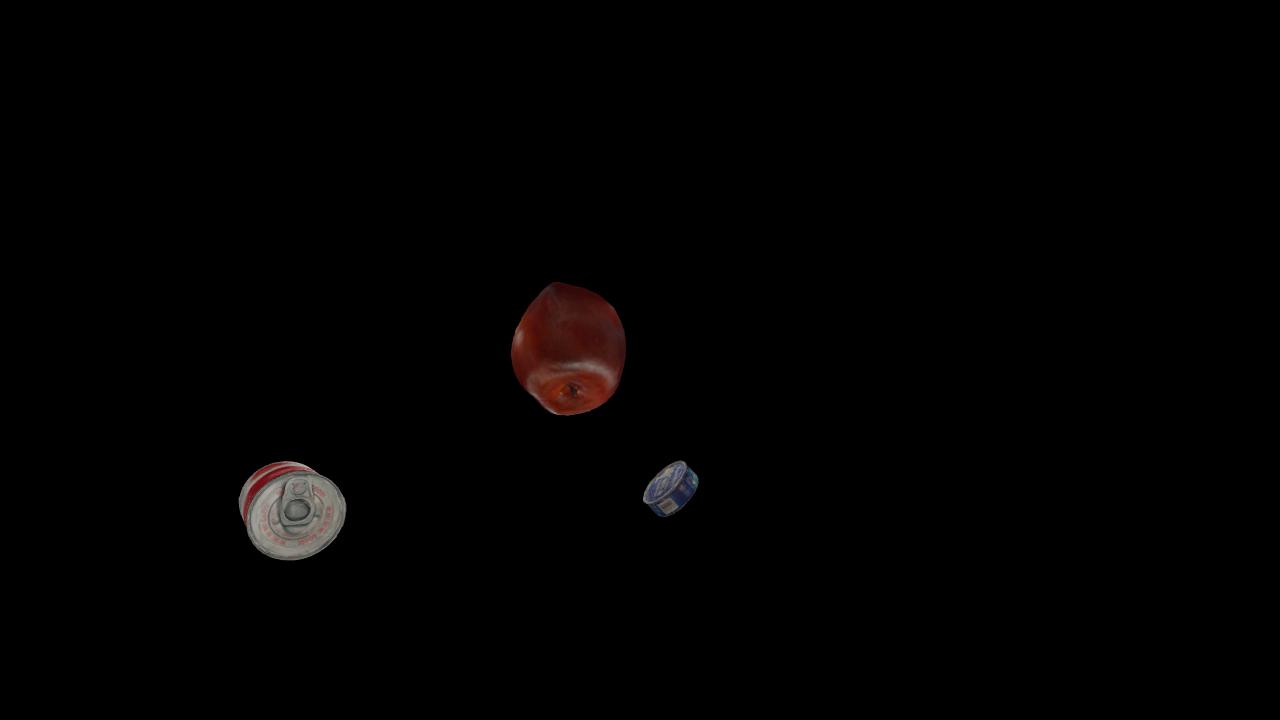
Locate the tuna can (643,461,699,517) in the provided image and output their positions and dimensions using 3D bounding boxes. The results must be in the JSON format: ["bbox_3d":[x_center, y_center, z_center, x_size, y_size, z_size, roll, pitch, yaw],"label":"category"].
[{"bbox_3d":[0.046,0.190,0.908,0.084,0.034,0.084,-41,11,10],"label":"tuna can"}]

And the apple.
[{"bbox_3d":[-0.047,-0.009,0.418,0.079,0.093,0.079,-6,-43,-6],"label":"apple"}]

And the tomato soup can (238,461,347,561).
[{"bbox_3d":[-0.289,0.121,0.508,0.068,0.068,0.101,0,-3,-36],"label":"tomato soup can"}]
